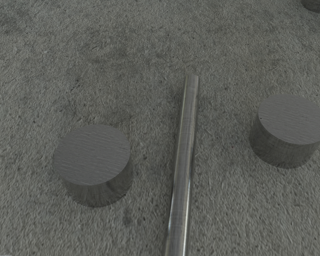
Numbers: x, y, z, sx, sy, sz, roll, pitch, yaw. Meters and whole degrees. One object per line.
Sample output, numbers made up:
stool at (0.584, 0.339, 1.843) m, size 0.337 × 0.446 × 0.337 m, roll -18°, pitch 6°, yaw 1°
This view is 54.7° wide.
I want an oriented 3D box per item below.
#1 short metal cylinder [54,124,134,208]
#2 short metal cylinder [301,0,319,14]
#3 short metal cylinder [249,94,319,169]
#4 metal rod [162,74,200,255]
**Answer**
short metal cylinder at (-0.072, 0.042, 0.351) m, size 0.081 × 0.050 × 0.080 m, roll 0°, pitch 50°, yaw 0°
short metal cylinder at (0.331, -0.270, 0.616) m, size 0.081 × 0.050 × 0.080 m, roll 0°, pitch 50°, yaw 0°
short metal cylinder at (0.157, 0.003, 0.385) m, size 0.081 × 0.050 × 0.080 m, roll 0°, pitch 50°, yaw 0°
metal rod at (0.028, 0.043, 0.366) m, size 0.025 × 0.025 × 0.300 m, roll 6°, pitch 50°, yaw 5°
